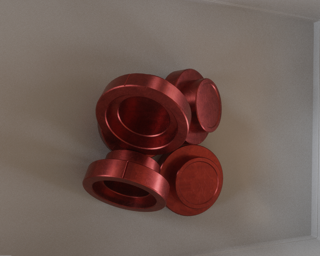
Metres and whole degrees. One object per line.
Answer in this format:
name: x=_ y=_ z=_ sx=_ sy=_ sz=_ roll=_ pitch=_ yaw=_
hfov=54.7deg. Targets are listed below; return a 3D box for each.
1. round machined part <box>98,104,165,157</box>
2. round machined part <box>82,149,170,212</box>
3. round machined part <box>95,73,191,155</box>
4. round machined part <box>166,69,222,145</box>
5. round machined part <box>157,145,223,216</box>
round machined part: x=-0.026 y=-0.007 z=0.393 sx=0.099 sy=0.042 sz=0.097 roll=0 pitch=90 yaw=-20
round machined part: x=-0.037 y=0.060 z=0.365 sx=0.098 sy=0.098 sz=0.042 roll=27 pitch=55 yaw=-19
round machined part: x=-0.015 y=-0.019 z=0.333 sx=0.098 sy=0.098 sz=0.042 roll=34 pitch=43 yaw=-17
round machined part: x=0.045 y=-0.027 z=0.395 sx=0.099 sy=0.042 sz=0.097 roll=6 pitch=83 yaw=-53
round machined part: x=0.044 y=0.071 z=0.419 sx=0.099 sy=0.042 sz=0.097 roll=0 pitch=90 yaw=-21
